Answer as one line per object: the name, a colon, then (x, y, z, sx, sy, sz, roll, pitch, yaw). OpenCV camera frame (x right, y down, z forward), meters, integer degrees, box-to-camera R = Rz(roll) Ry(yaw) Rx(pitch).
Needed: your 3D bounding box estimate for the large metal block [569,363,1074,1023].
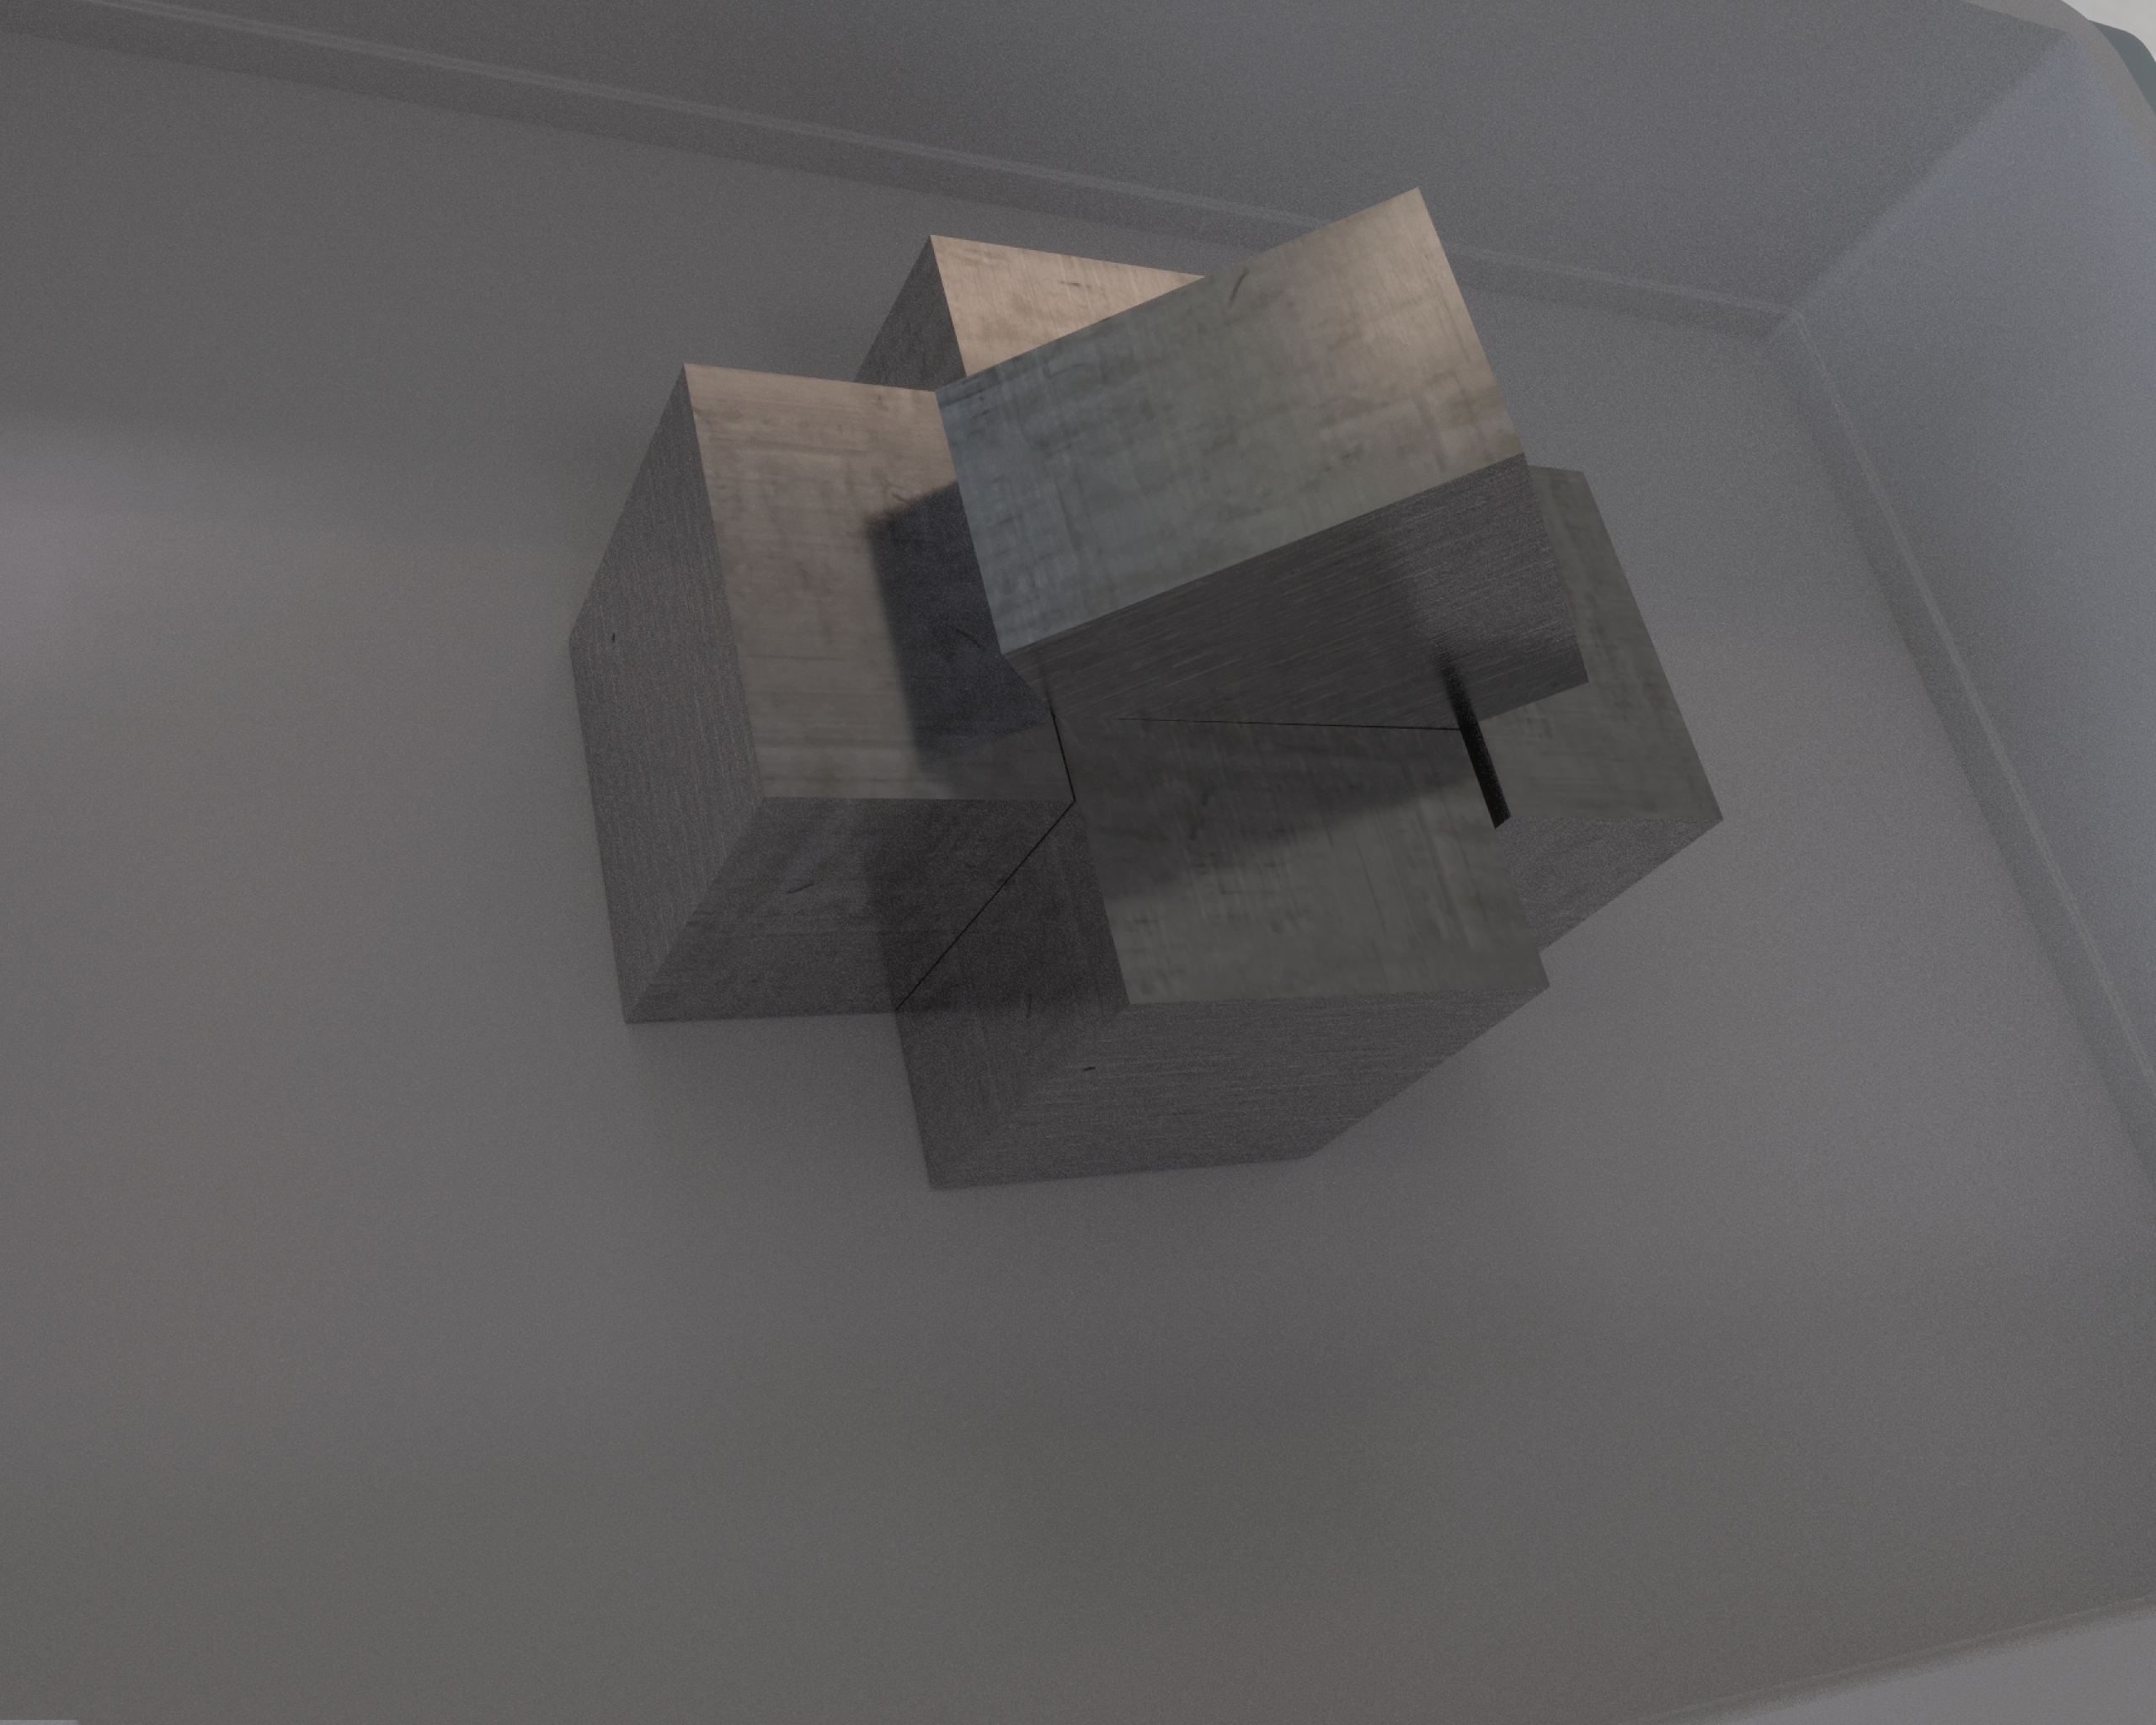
large metal block: (-0.048, -0.026, 0.359, 0.050, 0.080, 0.080, 0, 62, -28)

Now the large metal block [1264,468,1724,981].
large metal block: (0.071, -0.024, 0.419, 0.050, 0.080, 0.080, 0, 62, -29)

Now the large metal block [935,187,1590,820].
large metal block: (0.033, -0.053, 0.346, 0.080, 0.080, 0.050, 45, 27, -62)

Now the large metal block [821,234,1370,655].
large metal block: (-0.002, -0.071, 0.411, 0.081, 0.080, 0.050, 0, 62, -28)

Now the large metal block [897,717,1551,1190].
large metal block: (0.021, 0.017, 0.369, 0.081, 0.080, 0.050, 0, 62, -28)
